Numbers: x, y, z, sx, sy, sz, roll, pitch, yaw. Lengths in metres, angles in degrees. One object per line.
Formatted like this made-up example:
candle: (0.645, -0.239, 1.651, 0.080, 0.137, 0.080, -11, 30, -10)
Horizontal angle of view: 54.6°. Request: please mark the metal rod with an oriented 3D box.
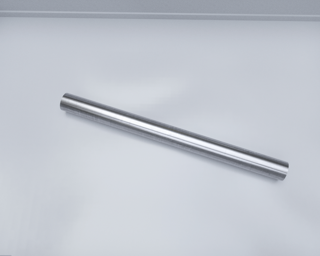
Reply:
metal rod: (0.014, 0.009, 0.405, 0.301, 0.025, 0.025, 18, 71, 6)
